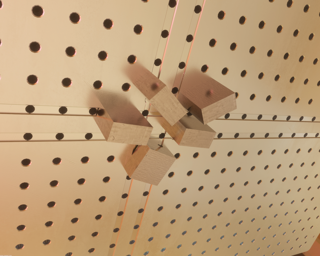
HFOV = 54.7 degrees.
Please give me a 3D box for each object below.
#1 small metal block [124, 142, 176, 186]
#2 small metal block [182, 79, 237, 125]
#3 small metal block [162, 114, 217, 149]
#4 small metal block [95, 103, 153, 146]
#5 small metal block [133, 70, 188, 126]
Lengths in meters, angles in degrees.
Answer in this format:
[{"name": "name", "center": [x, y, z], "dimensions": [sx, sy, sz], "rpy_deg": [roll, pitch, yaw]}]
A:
[{"name": "small metal block", "center": [-0.014, 0.049, 0.436], "dimensions": [0.050, 0.025, 0.050], "rpy_deg": [25, 105, -37]}, {"name": "small metal block", "center": [0.065, -0.036, 0.410], "dimensions": [0.050, 0.050, 0.025], "rpy_deg": [-26, 128, -13]}, {"name": "small metal block", "center": [0.039, 0.002, 0.420], "dimensions": [0.050, 0.050, 0.025], "rpy_deg": [8, 115, -32]}, {"name": "small metal block", "center": [-0.044, -0.005, 0.370], "dimensions": [0.050, 0.050, 0.025], "rpy_deg": [8, 114, -32]}, {"name": "small metal block", "center": [0.000, -0.036, 0.374], "dimensions": [0.025, 0.050, 0.050], "rpy_deg": [-42, 130, 0]}]
